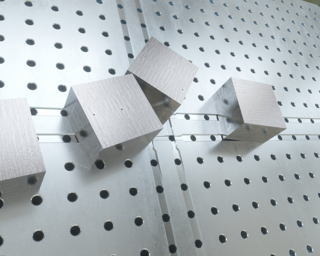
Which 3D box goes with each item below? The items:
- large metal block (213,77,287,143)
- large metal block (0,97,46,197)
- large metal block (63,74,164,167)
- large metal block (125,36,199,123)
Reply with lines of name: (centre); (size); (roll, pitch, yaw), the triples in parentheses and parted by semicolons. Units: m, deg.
large metal block: (0.137, -0.026, 0.481); (0.081, 0.050, 0.080); (6, 59, -25)
large metal block: (-0.162, 0.022, 0.292); (0.081, 0.050, 0.080); (-10, 67, -32)
large metal block: (-0.056, -0.011, 0.368); (0.081, 0.050, 0.080); (-19, 72, -35)
large metal block: (-0.003, -0.067, 0.431); (0.080, 0.050, 0.080); (32, 52, -7)
